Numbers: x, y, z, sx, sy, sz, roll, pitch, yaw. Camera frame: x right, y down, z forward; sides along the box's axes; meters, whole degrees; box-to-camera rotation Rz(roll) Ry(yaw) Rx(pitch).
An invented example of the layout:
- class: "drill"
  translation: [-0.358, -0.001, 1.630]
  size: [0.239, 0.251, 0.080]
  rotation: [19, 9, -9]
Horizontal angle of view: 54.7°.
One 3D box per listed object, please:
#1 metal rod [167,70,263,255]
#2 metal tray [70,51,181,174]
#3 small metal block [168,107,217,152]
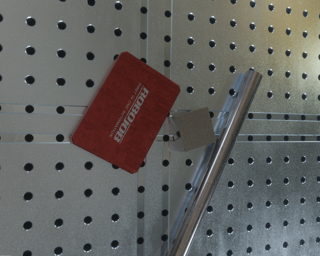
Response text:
- class: "metal rod"
  translation: [0.080, 0.053, 0.443]
  size: [0.025, 0.025, 0.299]
  rotation: [28, 81, -18]
- class: "metal tray"
  translation: [-0.042, -0.019, 0.395]
  size: [0.090, 0.030, 0.130]
  rotation: [31, 80, -18]
- class: "small metal block"
  translation: [0.045, 0.002, 0.431]
  size: [0.050, 0.025, 0.050]
  rotation: [-17, 96, -20]
